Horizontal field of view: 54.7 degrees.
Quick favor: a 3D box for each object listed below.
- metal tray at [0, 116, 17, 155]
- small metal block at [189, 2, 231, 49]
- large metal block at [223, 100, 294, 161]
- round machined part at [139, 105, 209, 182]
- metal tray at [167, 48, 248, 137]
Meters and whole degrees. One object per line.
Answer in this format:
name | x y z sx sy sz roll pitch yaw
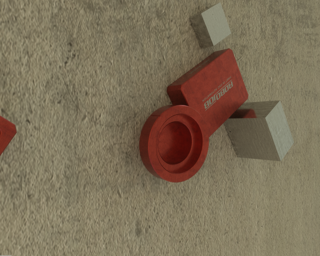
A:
metal tray | -0.191 0.029 0.241 0.090 0.030 0.130 41 65 -33
small metal block | 0.077 -0.156 0.472 0.050 0.025 0.050 -40 115 -33
large metal block | 0.159 0.004 0.506 0.050 0.080 0.080 -41 116 -32
round machined part | 0.014 0.019 0.404 0.099 0.042 0.097 -3 95 -36
metal tray | 0.077 -0.053 0.469 0.131 0.030 0.090 -40 115 -33
